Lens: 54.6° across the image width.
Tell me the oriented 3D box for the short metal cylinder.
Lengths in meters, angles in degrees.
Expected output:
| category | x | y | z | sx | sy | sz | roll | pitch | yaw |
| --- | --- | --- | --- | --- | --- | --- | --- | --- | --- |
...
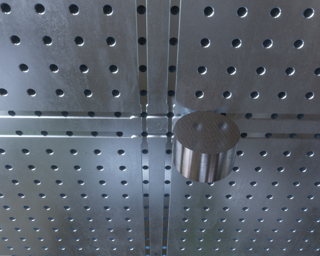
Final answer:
| category | x | y | z | sx | sy | sz | roll | pitch | yaw |
| --- | --- | --- | --- | --- | --- | --- | --- | --- | --- |
| short metal cylinder | 0.057 | 0.022 | 0.395 | 0.080 | 0.080 | 0.050 | 0 | 130 | 0 |
